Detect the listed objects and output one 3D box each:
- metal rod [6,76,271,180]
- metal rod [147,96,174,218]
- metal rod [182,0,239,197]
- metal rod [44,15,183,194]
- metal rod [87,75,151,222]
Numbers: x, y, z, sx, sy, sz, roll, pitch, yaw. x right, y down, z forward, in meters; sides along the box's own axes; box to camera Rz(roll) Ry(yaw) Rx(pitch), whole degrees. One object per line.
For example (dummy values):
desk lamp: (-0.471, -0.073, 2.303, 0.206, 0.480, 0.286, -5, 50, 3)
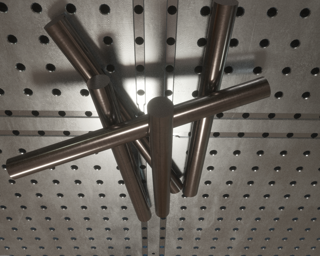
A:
metal rod: (-0.022, -0.001, 0.351, 0.302, 0.025, 0.025, -18, 129, -2)
metal rod: (0.002, 0.062, 0.410, 0.025, 0.025, 0.299, -1, 147, 0)
metal rod: (0.057, -0.012, 0.402, 0.025, 0.025, 0.298, 2, 130, -3)
metal rod: (-0.042, -0.007, 0.404, 0.025, 0.025, 0.299, -21, 128, 16)
metal rod: (-0.046, 0.052, 0.434, 0.025, 0.025, 0.298, -6, 137, 4)
